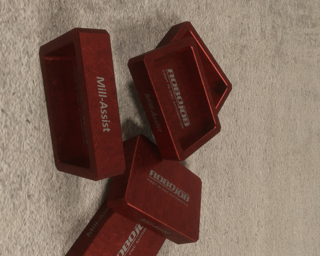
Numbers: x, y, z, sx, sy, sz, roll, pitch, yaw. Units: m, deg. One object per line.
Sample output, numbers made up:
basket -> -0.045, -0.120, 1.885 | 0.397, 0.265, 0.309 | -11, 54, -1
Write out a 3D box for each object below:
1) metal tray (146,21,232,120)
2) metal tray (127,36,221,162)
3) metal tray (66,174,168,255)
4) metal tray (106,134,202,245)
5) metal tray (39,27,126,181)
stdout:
metal tray -> 0.044, -0.071, 0.440 | 0.130, 0.030, 0.090 | 48, 62, -30
metal tray -> 0.023, -0.036, 0.379 | 0.091, 0.030, 0.129 | -33, 111, -38
metal tray -> -0.041, 0.131, 0.369 | 0.090, 0.030, 0.130 | 51, 60, -28
metal tray -> 0.001, 0.078, 0.383 | 0.130, 0.030, 0.090 | 39, 43, -33
metal tray -> -0.077, -0.021, 0.298 | 0.030, 0.090, 0.129 | -11, 97, -40
